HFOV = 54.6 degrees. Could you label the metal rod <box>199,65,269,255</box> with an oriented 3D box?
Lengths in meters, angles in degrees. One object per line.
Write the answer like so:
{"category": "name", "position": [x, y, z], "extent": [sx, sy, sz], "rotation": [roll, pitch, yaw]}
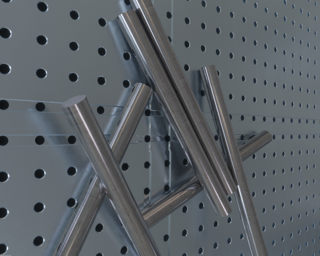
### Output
{"category": "metal rod", "position": [0.112, 0.052, 0.469], "extent": [0.025, 0.025, 0.299], "rotation": [-16, 90, -39]}

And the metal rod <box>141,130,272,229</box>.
{"category": "metal rod", "position": [0.086, 0.067, 0.479], "extent": [0.302, 0.025, 0.025], "rotation": [-25, 106, -37]}

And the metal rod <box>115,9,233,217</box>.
{"category": "metal rod", "position": [0.025, -0.009, 0.409], "extent": [0.025, 0.025, 0.299], "rotation": [-37, 107, -34]}

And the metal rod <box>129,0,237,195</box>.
{"category": "metal rod", "position": [0.036, -0.038, 0.419], "extent": [0.025, 0.025, 0.299], "rotation": [-36, 107, -34]}

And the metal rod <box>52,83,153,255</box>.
{"category": "metal rod", "position": [-0.076, 0.081, 0.344], "extent": [0.025, 0.025, 0.300], "rotation": [36, 68, -34]}

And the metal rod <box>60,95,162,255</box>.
{"category": "metal rod", "position": [-0.034, 0.101, 0.354], "extent": [0.025, 0.025, 0.299], "rotation": [-39, 122, -33]}
